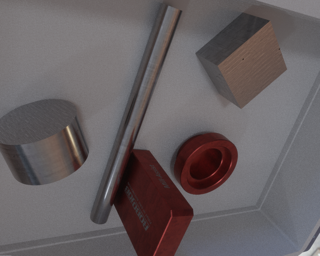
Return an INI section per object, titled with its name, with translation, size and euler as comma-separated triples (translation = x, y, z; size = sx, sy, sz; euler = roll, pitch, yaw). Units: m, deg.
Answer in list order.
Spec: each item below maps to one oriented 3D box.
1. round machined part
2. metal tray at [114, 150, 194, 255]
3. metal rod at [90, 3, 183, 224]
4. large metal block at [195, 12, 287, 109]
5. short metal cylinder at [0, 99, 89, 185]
[round machined part]
translation = 0.064, 0.049, 0.465
size = 0.099, 0.042, 0.097
euler = -14, 125, -21
[metal tray]
translation = -0.016, 0.098, 0.394
size = 0.030, 0.130, 0.089
euler = 7, 115, -32
[metal rod]
translation = -0.037, -0.001, 0.388
size = 0.025, 0.025, 0.298
euler = 7, 115, -32
[large metal block]
translation = 0.106, -0.086, 0.399
size = 0.080, 0.050, 0.080
euler = -41, 130, -1
[short metal cylinder]
translation = -0.119, 0.012, 0.316
size = 0.081, 0.080, 0.050
euler = -20, 126, -17
